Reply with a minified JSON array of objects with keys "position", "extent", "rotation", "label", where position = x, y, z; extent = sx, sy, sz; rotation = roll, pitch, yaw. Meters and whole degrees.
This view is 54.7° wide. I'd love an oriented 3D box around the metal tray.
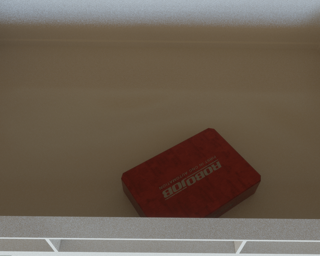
[{"position":[0.034,0.063,0.350],"extent":[0.131,0.030,0.090],"rotation":[-26,55,-21],"label":"metal tray"}]
